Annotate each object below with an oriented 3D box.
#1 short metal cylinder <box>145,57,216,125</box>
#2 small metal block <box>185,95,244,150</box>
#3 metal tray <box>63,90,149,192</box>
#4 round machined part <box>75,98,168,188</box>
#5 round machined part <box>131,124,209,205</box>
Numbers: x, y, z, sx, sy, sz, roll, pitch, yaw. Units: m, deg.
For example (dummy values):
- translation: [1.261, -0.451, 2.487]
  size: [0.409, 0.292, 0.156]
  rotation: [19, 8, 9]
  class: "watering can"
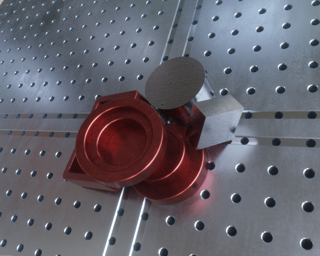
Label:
- translation: [0.028, -0.046, 0.404]
  size: [0.080, 0.050, 0.080]
  rotation: [-13, 56, 20]
  class: "short metal cylinder"
- translation: [0.061, -0.006, 0.351]
  size: [0.050, 0.050, 0.025]
  rotation: [-14, 47, -24]
  class: "small metal block"
- translation: [-0.071, 0.015, 0.417]
  size: [0.090, 0.030, 0.130]
  rotation: [-4, 59, 43]
  class: "metal tray"
- translation: [-0.039, 0.019, 0.344]
  size: [0.098, 0.042, 0.098]
  rotation: [-6, 62, 13]
  class: "round machined part"
- translation: [0.005, 0.038, 0.369]
  size: [0.098, 0.042, 0.098]
  rotation: [-13, 56, 20]
  class: "round machined part"
